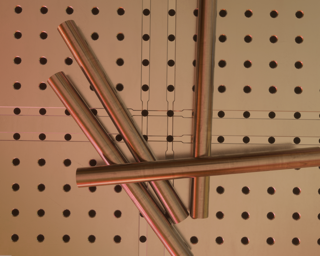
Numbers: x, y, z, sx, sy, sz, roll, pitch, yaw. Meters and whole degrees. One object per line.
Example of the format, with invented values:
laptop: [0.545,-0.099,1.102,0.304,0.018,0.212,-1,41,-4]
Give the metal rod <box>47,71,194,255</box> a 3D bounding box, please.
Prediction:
metal rod: [-0.052,0.054,0.413,0.025,0.025,0.299,-35,90,0]

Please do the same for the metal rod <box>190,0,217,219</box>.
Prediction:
metal rod: [0.058,-0.032,0.413,0.025,0.025,0.298,2,90,0]

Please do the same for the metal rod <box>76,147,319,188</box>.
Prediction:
metal rod: [0.049,0.049,0.387,0.302,0.025,0.025,-5,90,0]

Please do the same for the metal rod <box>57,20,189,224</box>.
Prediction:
metal rod: [-0.048,-0.008,0.413,0.025,0.025,0.299,-31,90,0]
